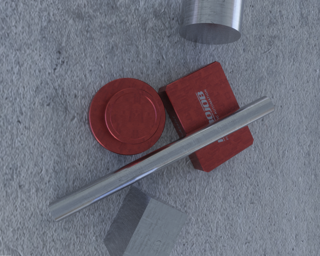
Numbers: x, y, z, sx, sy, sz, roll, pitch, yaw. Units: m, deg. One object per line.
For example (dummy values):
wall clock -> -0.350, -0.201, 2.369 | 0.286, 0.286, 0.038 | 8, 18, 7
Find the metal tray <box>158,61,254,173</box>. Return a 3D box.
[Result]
metal tray -> 0.066, -0.016, 0.432 | 0.091, 0.030, 0.129 | -29, 100, -18

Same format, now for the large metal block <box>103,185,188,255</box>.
large metal block -> -0.020, 0.122, 0.373 | 0.050, 0.080, 0.080 | 30, 80, -18

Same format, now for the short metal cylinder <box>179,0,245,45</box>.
short metal cylinder -> 0.068, -0.147, 0.406 | 0.081, 0.080, 0.050 | 7, 88, -20

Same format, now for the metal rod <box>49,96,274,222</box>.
metal rod -> 0.010, 0.034, 0.387 | 0.302, 0.025, 0.025 | -26, 99, -9

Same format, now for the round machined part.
round machined part -> -0.038, -0.014, 0.387 | 0.099, 0.042, 0.097 | 0, 90, -21
